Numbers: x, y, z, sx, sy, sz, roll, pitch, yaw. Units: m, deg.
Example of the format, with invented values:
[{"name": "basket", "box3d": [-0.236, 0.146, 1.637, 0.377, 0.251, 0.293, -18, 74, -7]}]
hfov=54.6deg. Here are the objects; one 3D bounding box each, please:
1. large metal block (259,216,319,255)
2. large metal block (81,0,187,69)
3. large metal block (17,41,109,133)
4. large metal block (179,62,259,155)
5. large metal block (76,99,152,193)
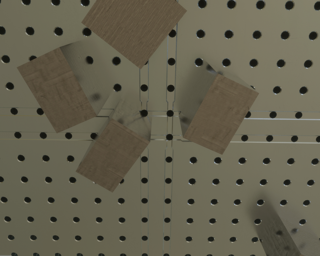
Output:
[{"name": "large metal block", "box3d": [0.205, 0.189, 0.455, 0.080, 0.080, 0.050, 30, 107, -10]}, {"name": "large metal block", "box3d": [-0.028, -0.127, 0.353, 0.080, 0.050, 0.080, 37, 106, -13]}, {"name": "large metal block", "box3d": [-0.107, -0.051, 0.364, 0.050, 0.080, 0.080, -23, 109, 8]}, {"name": "large metal block", "box3d": [0.065, -0.027, 0.375, 0.050, 0.080, 0.080, 24, 108, -9]}, {"name": "large metal block", "box3d": [-0.054, 0.019, 0.391, 0.050, 0.080, 0.080, 33, 107, -11]}]
